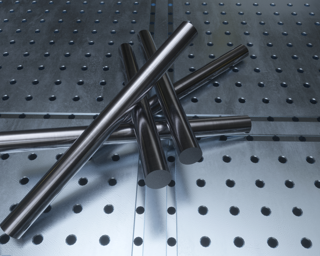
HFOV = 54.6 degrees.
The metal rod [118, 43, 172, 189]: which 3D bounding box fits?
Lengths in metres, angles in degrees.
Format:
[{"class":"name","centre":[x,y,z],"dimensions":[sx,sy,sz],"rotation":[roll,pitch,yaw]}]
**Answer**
[{"class":"metal rod","centre":[-0.029,-0.041,0.400],"dimensions":[0.025,0.025,0.300],"rotation":[-9,38,-7]}]

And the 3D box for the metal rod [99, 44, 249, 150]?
[{"class":"metal rod","centre":[0.023,-0.052,0.451],"dimensions":[0.302,0.025,0.025],"rotation":[-33,58,-25]}]

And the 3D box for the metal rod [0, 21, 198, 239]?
[{"class":"metal rod","centre":[-0.059,-0.006,0.347],"dimensions":[0.025,0.025,0.300],"rotation":[35,78,26]}]

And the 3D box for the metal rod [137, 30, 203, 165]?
[{"class":"metal rod","centre":[0.002,-0.066,0.431],"dimensions":[0.025,0.025,0.300],"rotation":[-9,41,-7]}]

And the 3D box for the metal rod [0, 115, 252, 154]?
[{"class":"metal rod","centre":[-0.031,0.005,0.380],"dimensions":[0.302,0.025,0.025],"rotation":[-4,50,-13]}]
